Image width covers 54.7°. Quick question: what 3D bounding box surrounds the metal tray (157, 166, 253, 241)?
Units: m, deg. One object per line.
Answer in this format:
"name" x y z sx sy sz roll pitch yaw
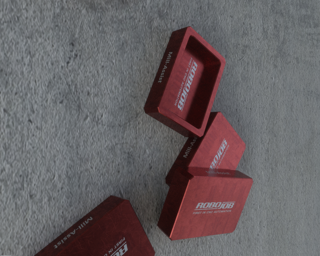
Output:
"metal tray" 0.066 0.103 0.431 0.131 0.030 0.089 9 102 -38

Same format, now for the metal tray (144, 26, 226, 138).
"metal tray" 0.039 -0.062 0.433 0.090 0.030 0.130 31 71 -36

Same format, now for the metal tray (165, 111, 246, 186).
"metal tray" 0.073 0.051 0.462 0.090 0.030 0.130 47 62 -30

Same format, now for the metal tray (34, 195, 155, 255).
"metal tray" -0.074 0.148 0.340 0.131 0.030 0.090 -36 112 -34
